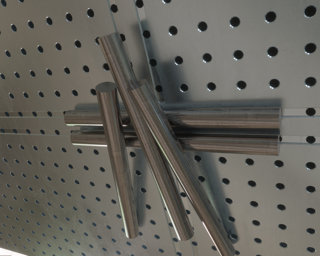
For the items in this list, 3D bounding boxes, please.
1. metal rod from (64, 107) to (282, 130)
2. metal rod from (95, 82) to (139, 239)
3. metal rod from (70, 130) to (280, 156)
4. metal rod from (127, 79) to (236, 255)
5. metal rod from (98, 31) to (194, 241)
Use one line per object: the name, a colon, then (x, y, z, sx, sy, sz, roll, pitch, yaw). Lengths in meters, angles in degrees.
metal rod: (-0.003, -0.013, 0.404, 0.301, 0.025, 0.025, 1, 119, 27)
metal rod: (-0.056, 0.069, 0.458, 0.025, 0.025, 0.298, 13, 131, 20)
metal rod: (0.001, 0.017, 0.420, 0.301, 0.025, 0.025, 1, 119, 27)
metal rod: (0.039, 0.071, 0.409, 0.025, 0.025, 0.299, -11, 120, 32)
metal rod: (-0.010, 0.027, 0.400, 0.025, 0.025, 0.298, -6, 116, 31)
